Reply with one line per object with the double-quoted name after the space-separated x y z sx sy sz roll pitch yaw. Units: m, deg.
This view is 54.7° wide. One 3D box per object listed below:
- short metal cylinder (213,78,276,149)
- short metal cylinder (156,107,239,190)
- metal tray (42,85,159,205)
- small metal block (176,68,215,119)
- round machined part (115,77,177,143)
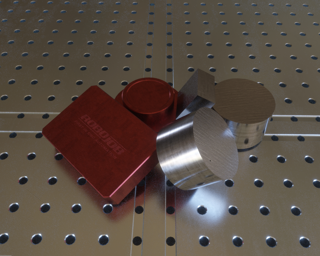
0.102 -0.019 0.404 0.081 0.050 0.080 0 50 0 "short metal cylinder"
0.042 0.023 0.339 0.050 0.080 0.080 -26 38 37 "short metal cylinder"
-0.067 0.015 0.371 0.130 0.030 0.090 38 74 27 "metal tray"
0.045 -0.039 0.395 0.025 0.050 0.050 23 47 -18 "small metal block"
-0.015 -0.031 0.417 0.099 0.042 0.098 0 50 0 "round machined part"
